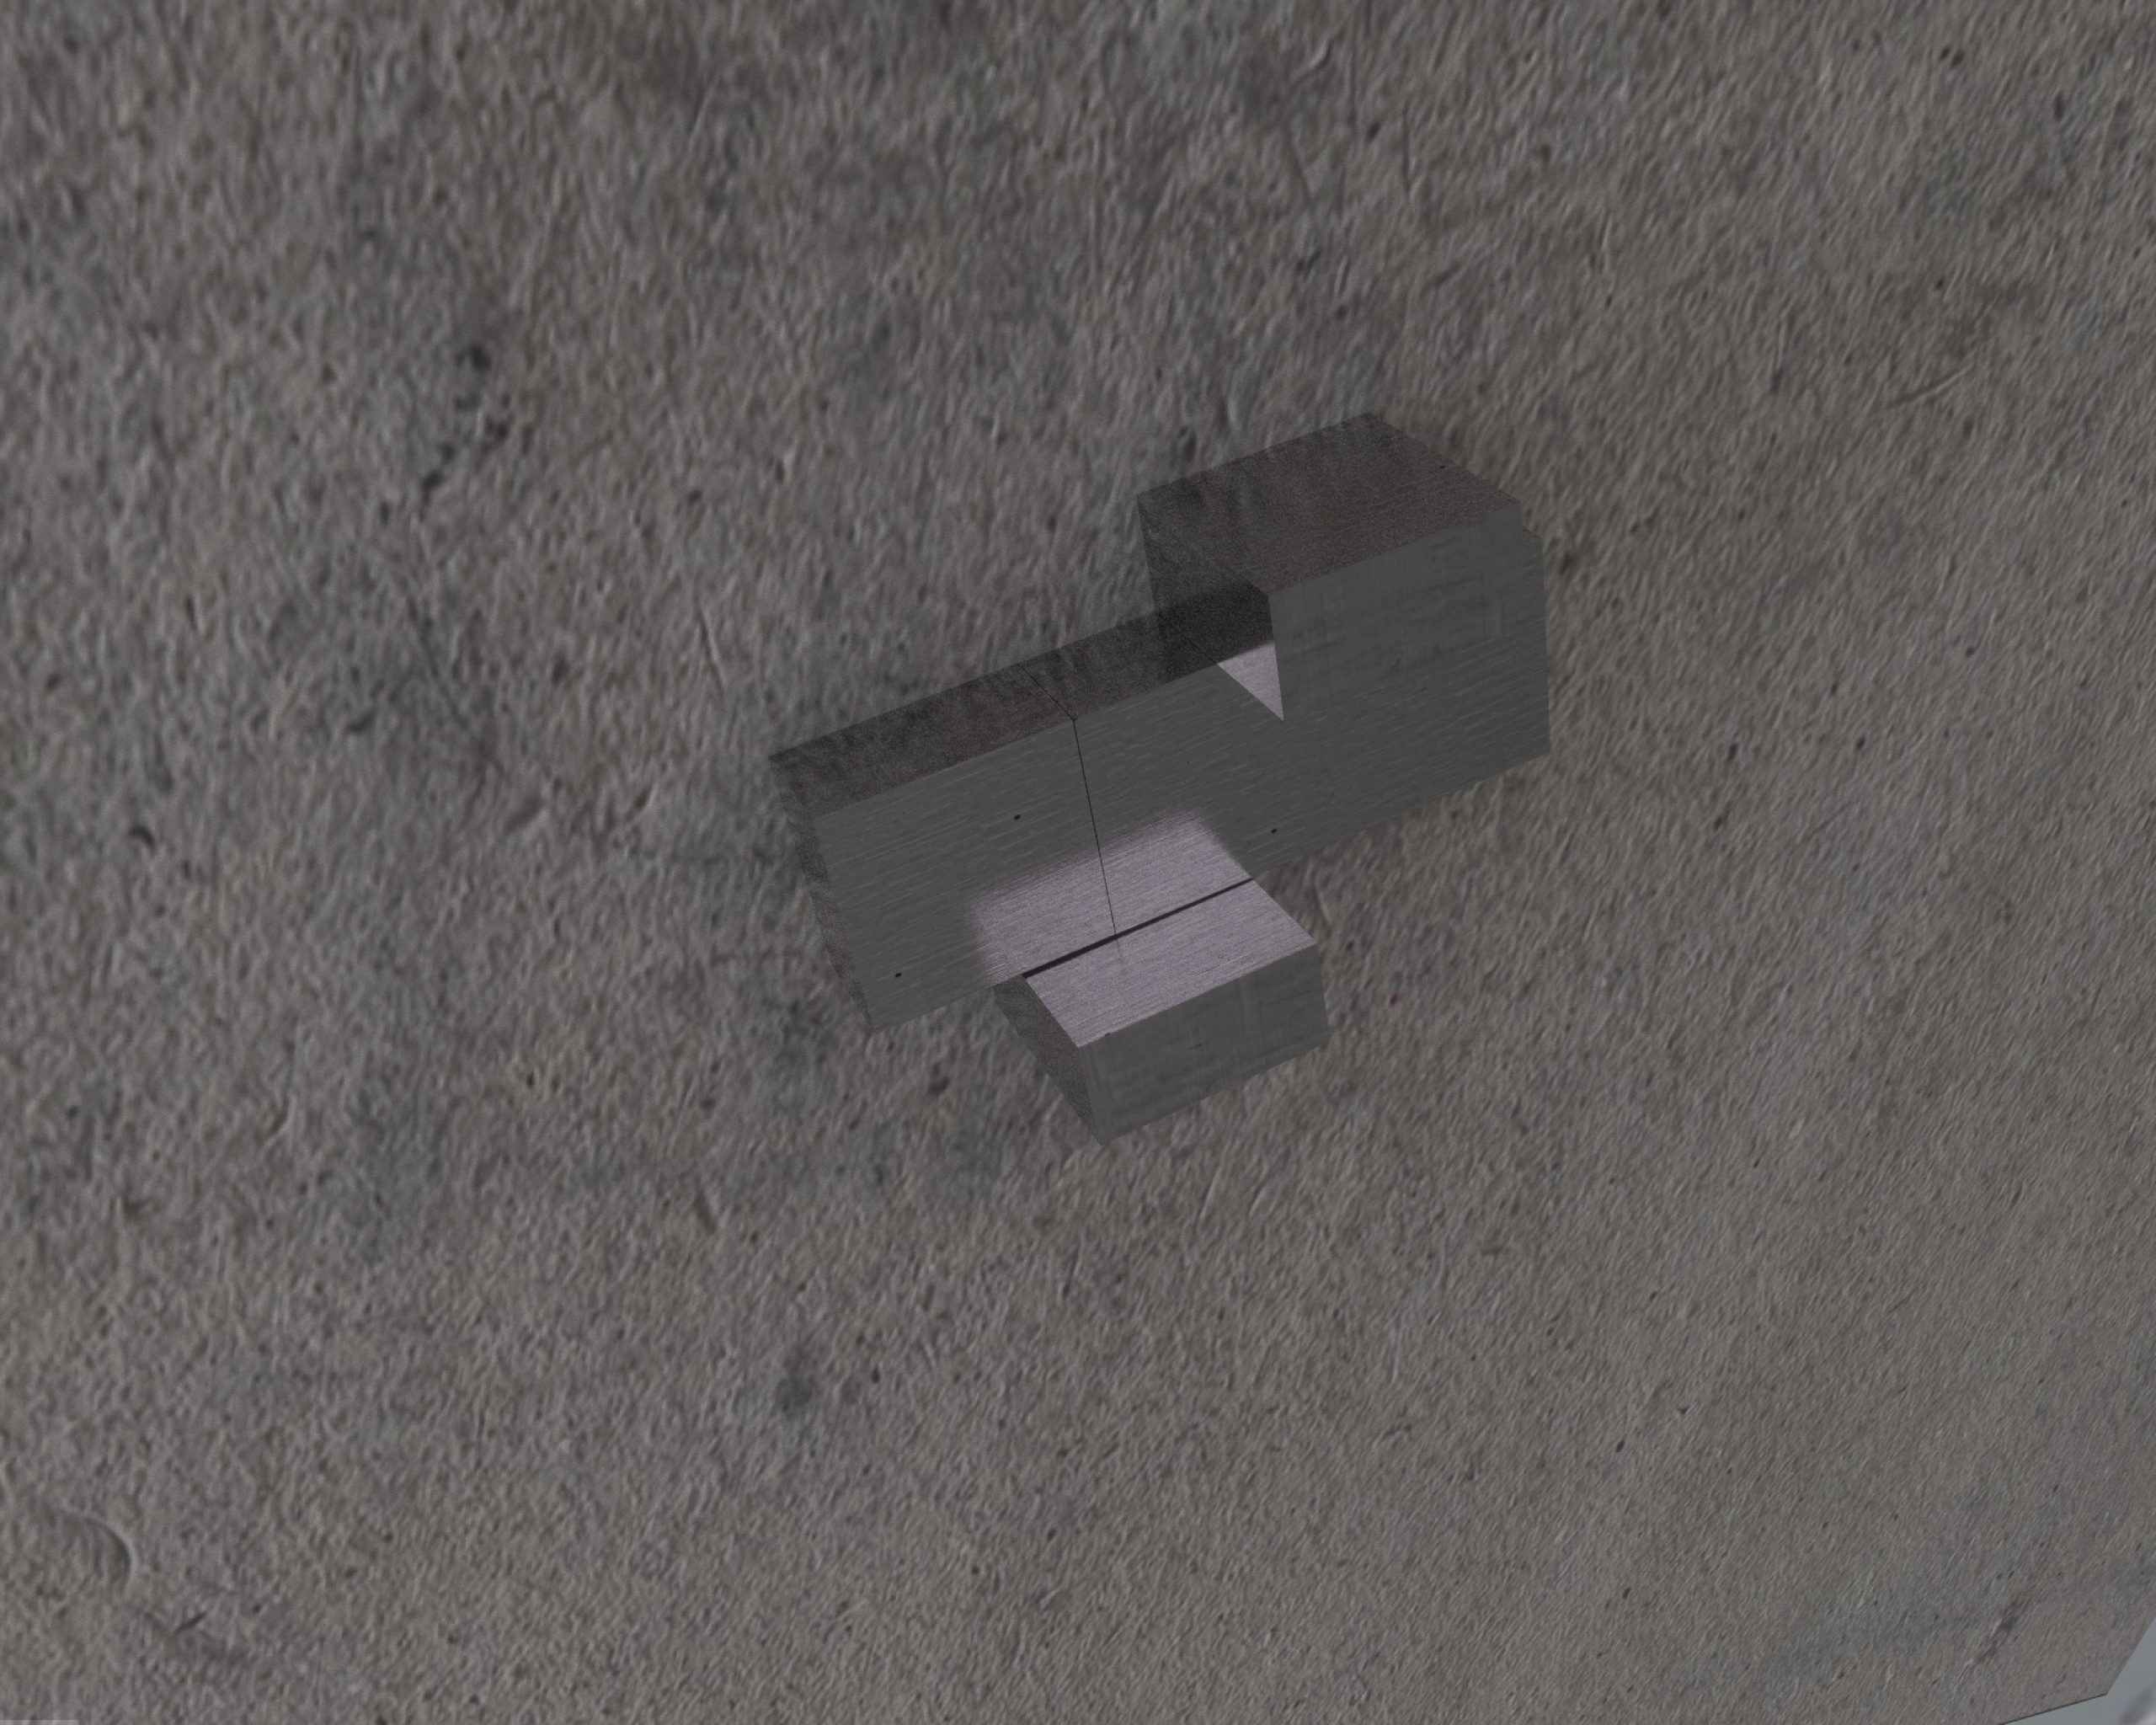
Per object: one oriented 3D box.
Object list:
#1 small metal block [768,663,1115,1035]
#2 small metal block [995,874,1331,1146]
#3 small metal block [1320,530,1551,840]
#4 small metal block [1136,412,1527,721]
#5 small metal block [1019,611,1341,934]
[{"bbox_3d":[-0.025,-0.003,0.392,0.050,0.025,0.050,-22,127,-15],"label":"small metal block"},{"bbox_3d":[0.014,0.022,0.412,0.050,0.050,0.025,-23,127,-15],"label":"small metal block"},{"bbox_3d":[0.066,-0.039,0.418,0.050,0.025,0.050,-22,127,-15],"label":"small metal block"},{"bbox_3d":[0.046,-0.055,0.381,0.050,0.050,0.025,-22,127,-15],"label":"small metal block"},{"bbox_3d":[0.021,-0.021,0.405,0.050,0.025,0.050,-22,127,-15],"label":"small metal block"}]
